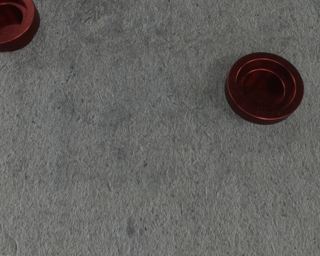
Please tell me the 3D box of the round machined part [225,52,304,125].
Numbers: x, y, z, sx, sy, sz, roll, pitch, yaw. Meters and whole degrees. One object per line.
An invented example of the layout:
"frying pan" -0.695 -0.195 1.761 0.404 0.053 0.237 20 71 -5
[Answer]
"round machined part" 0.136 -0.049 0.418 0.099 0.042 0.098 0 70 0

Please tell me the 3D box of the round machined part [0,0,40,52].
"round machined part" -0.225 -0.152 0.453 0.099 0.042 0.098 0 70 0
